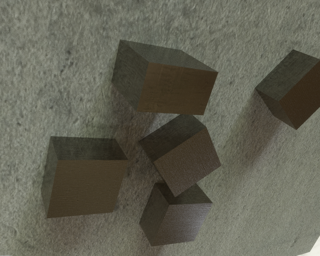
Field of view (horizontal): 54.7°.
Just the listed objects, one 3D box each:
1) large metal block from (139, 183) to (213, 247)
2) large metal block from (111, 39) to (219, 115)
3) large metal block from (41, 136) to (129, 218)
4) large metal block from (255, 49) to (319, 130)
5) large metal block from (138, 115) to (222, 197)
[{"bbox_3d":[0.024,0.134,0.489,0.081,0.050,0.079,6,115,-32],"label":"large metal block"},{"bbox_3d":[0.002,-0.056,0.339,0.081,0.080,0.050,2,118,-30],"label":"large metal block"},{"bbox_3d":[-0.094,0.058,0.377,0.081,0.050,0.079,4,117,-31],"label":"large metal block"},{"bbox_3d":[0.205,-0.057,0.470,0.080,0.050,0.080,-46,130,4],"label":"large metal block"},{"bbox_3d":[0.029,0.036,0.431,0.080,0.050,0.080,-33,129,-7],"label":"large metal block"}]
